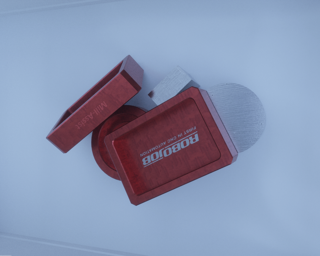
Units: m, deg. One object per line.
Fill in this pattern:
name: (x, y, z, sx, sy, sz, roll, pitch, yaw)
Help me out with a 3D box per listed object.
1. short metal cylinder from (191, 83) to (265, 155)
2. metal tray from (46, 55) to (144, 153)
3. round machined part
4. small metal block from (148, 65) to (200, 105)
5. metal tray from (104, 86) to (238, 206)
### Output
short metal cylinder: (0.082, -0.010, 0.366, 0.080, 0.050, 0.079, 0, 90, 19)
metal tray: (-0.080, -0.033, 0.400, 0.130, 0.090, 0.030, -38, 110, 15)
round machined part: (-0.038, 0.019, 0.413, 0.098, 0.042, 0.097, 0, 90, 19)
small metal block: (0.019, -0.048, 0.388, 0.050, 0.050, 0.025, -44, 77, 13)
metal tray: (0.009, 0.022, 0.352, 0.130, 0.030, 0.090, -28, 80, 22)
